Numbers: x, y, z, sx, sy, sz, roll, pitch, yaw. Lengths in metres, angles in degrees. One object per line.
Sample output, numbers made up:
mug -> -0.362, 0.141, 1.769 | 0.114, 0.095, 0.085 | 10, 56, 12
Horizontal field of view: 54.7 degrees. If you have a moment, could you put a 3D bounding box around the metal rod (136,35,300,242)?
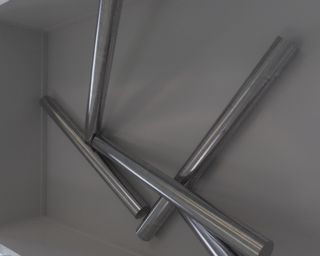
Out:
metal rod -> 0.052, 0.031, 0.363 | 0.025, 0.025, 0.298 | 47, 118, 29

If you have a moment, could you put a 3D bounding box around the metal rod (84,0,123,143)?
metal rod -> -0.073, -0.081, 0.392 | 0.025, 0.025, 0.298 | 53, 144, 26

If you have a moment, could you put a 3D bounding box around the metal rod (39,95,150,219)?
metal rod -> -0.120, 0.033, 0.505 | 0.300, 0.025, 0.025 | 41, 115, 32

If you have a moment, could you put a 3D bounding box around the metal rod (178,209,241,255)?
metal rod -> 0.085, 0.143, 0.249 | 0.300, 0.025, 0.025 | -139, 61, -63

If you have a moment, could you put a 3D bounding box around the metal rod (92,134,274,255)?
metal rod -> -0.002, 0.065, 0.377 | 0.300, 0.025, 0.025 | 25, 106, 47
